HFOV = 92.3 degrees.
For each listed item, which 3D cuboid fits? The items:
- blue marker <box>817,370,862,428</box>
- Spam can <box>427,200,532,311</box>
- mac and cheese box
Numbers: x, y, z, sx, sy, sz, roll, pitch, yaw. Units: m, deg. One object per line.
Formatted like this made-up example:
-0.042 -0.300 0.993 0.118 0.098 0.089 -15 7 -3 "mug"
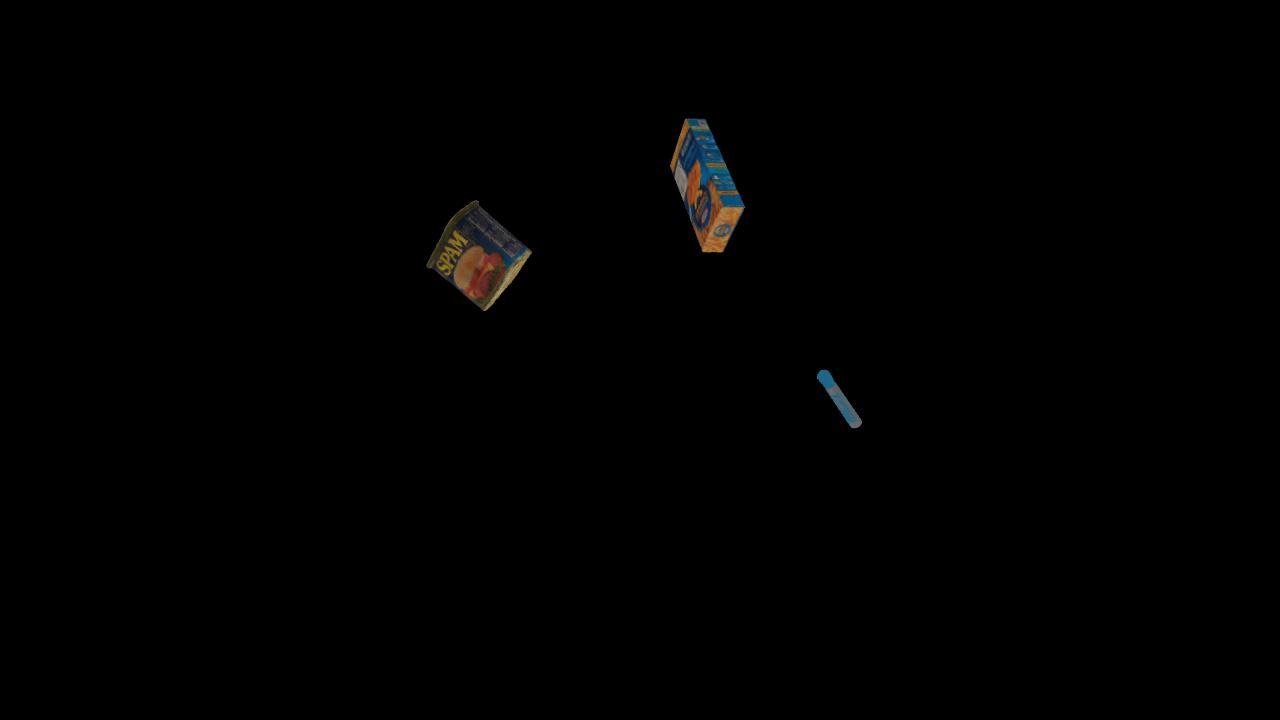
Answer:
0.287 0.056 0.885 0.020 0.020 0.121 0 -40 49 "blue marker"
-0.185 -0.118 0.711 0.101 0.085 0.058 -41 12 44 "Spam can"
0.095 -0.258 0.907 0.041 0.184 0.093 -4 -32 -19 "mac and cheese box"
